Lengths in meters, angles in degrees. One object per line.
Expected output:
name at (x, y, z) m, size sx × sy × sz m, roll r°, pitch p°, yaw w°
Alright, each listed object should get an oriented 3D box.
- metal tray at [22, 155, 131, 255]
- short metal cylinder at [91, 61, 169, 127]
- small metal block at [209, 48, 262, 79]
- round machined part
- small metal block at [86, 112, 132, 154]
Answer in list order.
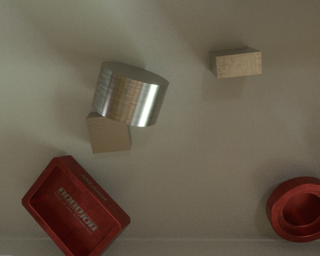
metal tray at (-0.115, 0.111, 0.416) m, size 0.130 × 0.030 × 0.090 m, roll 43°, pitch 103°, yaw 13°
short metal cylinder at (-0.035, -0.042, 0.366) m, size 0.080 × 0.080 × 0.050 m, roll 16°, pitch 109°, yaw -6°
small metal block at (0.089, -0.079, 0.370) m, size 0.050 × 0.050 × 0.025 m, roll -6°, pitch 110°, yaw 2°
round machined part at (0.202, 0.112, 0.447) m, size 0.099 × 0.042 × 0.097 m, roll 0°, pitch 110°, yaw -1°
small metal block at (-0.066, 0.004, 0.412) m, size 0.050 × 0.025 × 0.050 m, roll -6°, pitch 110°, yaw 1°
